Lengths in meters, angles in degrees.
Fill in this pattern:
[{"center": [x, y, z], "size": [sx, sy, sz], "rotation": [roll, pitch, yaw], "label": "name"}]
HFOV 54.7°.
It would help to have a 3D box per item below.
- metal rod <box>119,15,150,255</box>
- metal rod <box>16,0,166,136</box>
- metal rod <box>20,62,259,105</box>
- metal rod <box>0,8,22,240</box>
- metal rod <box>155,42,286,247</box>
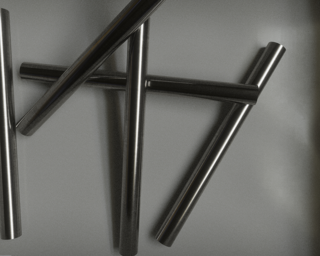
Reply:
[{"center": [-0.033, 0.018, 0.385], "size": [0.025, 0.025, 0.298], "rotation": [4, 100, 0], "label": "metal rod"}, {"center": [-0.071, -0.086, 0.355], "size": [0.299, 0.025, 0.025], "rotation": [-39, 90, 22], "label": "metal rod"}, {"center": [-0.030, -0.058, 0.398], "size": [0.302, 0.025, 0.025], "rotation": [7, 90, 5], "label": "metal rod"}, {"center": [-0.205, -0.006, 0.409], "size": [0.025, 0.025, 0.298], "rotation": [-3, 90, 0], "label": "metal rod"}, {"center": [0.080, 0.021, 0.411], "size": [0.025, 0.025, 0.299], "rotation": [30, 90, 0], "label": "metal rod"}]
